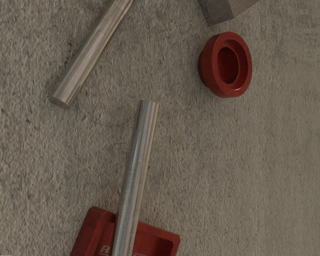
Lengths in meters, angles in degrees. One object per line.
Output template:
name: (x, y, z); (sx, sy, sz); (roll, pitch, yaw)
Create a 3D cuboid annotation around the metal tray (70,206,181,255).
metal tray: (-0.040, 0.156, 0.369); (0.130, 0.030, 0.090); (32, 70, -36)

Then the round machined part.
round machined part: (0.096, -0.095, 0.477); (0.099, 0.042, 0.097); (0, 90, -40)

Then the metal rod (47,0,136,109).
metal rod: (-0.043, -0.153, 0.369); (0.025, 0.025, 0.300); (39, 66, -33)

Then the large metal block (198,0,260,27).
large metal block: (0.100, -0.214, 0.475); (0.080, 0.050, 0.080); (-41, 115, -32)

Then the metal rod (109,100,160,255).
metal rod: (-0.039, 0.117, 0.334); (0.025, 0.025, 0.299); (17, 79, -39)
